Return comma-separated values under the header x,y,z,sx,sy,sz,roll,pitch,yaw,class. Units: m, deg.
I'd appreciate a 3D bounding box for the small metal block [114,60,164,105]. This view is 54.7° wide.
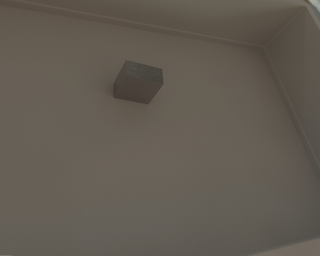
x,y,z,sx,sy,sz,roll,pitch,yaw,class
-0.029,-0.059,0.411,0.050,0.050,0.025,10,58,-24,small metal block
